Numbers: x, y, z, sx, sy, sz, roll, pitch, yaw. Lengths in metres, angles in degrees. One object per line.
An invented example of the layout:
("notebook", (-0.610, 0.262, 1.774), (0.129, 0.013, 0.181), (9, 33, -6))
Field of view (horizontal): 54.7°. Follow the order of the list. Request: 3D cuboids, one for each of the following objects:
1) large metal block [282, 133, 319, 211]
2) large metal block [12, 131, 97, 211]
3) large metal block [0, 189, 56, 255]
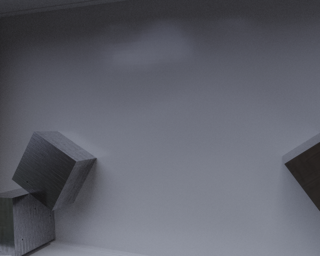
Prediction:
("large metal block", (0.174, 0.052, 0.320), (0.050, 0.080, 0.080), (-37, 78, 16))
("large metal block", (-0.153, 0.059, 0.451), (0.080, 0.050, 0.080), (31, 100, 17))
("large metal block", (-0.202, 0.133, 0.453), (0.050, 0.080, 0.080), (-3, 89, 20))
